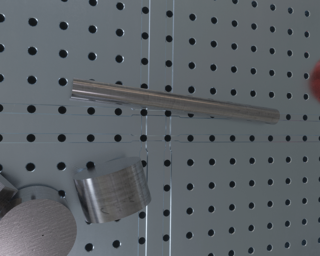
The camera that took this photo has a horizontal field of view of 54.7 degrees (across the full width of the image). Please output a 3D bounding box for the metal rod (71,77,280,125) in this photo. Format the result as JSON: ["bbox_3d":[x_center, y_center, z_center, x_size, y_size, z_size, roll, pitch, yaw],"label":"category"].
[{"bbox_3d":[0.035,-0.033,0.425,0.302,0.025,0.025,6,88,-20],"label":"metal rod"}]

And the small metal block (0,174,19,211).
[{"bbox_3d":[-0.191,0.070,0.330,0.050,0.025,0.050,34,76,18],"label":"small metal block"}]

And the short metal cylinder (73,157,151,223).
[{"bbox_3d":[-0.055,0.070,0.363,0.081,0.080,0.050,-16,96,-19],"label":"short metal cylinder"}]

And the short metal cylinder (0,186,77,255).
[{"bbox_3d":[-0.138,0.110,0.344,0.081,0.050,0.079,-3,97,-25],"label":"short metal cylinder"}]
